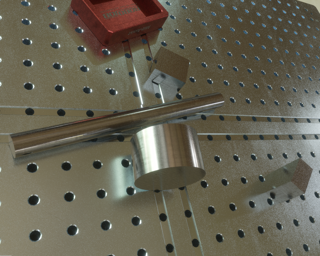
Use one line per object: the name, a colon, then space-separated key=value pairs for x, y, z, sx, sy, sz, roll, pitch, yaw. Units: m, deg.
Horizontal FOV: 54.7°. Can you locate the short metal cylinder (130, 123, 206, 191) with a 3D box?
short metal cylinder: x=0.008 y=0.036 z=0.357 sx=0.081 sy=0.080 sz=0.050 roll=5 pitch=60 yaw=-26

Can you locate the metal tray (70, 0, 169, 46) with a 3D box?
metal tray: x=-0.060 y=-0.187 z=0.487 sx=0.131 sy=0.030 sz=0.090 roll=-33 pitch=80 yaw=-38

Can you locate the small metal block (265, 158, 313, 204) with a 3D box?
small metal block: x=0.187 y=0.077 z=0.449 sx=0.025 sy=0.050 sz=0.050 roll=43 pitch=51 yaw=0

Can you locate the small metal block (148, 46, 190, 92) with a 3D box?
small metal block: x=0.014 y=-0.089 z=0.472 sx=0.050 sy=0.025 sz=0.050 roll=23 pitch=53 yaw=-15

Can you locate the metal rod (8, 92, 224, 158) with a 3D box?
metal rod: x=-0.030 y=-0.013 z=0.400 sx=0.303 sy=0.025 sz=0.025 roll=-14 pitch=70 yaw=-34
